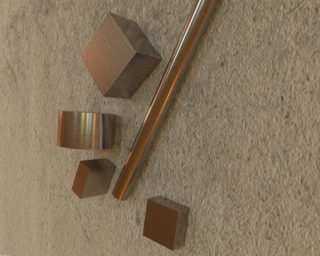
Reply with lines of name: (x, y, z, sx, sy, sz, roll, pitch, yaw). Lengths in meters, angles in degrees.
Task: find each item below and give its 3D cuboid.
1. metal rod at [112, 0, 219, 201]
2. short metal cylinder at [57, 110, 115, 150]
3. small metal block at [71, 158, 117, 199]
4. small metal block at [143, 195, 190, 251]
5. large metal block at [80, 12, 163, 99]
metal rod: (0.001, -0.031, 0.401, 0.025, 0.025, 0.298, 37, 113, 33)
short metal cylinder: (-0.109, 0.001, 0.456, 0.080, 0.081, 0.050, 7, 95, 39)
small metal block: (-0.099, 0.075, 0.468, 0.025, 0.050, 0.050, 32, 110, 35)
small metal block: (0.008, 0.120, 0.397, 0.050, 0.025, 0.050, 12, 98, 39)
large metal block: (-0.056, -0.098, 0.433, 0.080, 0.050, 0.080, -47, 63, 29)
